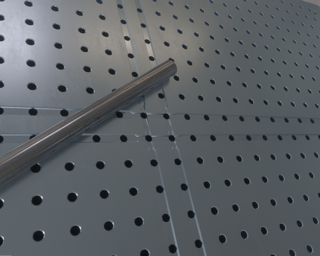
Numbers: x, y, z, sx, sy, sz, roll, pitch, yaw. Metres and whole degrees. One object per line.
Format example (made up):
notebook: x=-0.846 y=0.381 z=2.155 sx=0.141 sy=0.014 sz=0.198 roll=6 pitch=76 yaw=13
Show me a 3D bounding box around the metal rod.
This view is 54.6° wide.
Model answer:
metal rod: x=-0.076 y=-0.019 z=0.377 sx=0.025 sy=0.025 sz=0.302 roll=48 pitch=51 yaw=5
